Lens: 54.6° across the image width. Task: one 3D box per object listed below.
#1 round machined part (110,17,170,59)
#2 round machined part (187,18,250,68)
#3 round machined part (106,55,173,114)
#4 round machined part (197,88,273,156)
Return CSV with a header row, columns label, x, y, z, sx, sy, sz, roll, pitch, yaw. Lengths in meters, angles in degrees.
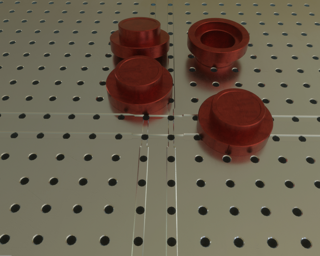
label,x,y,z,sx,sy,sz,roll,pitch,yaw
round machined part,-0.033,-0.152,0.511,0.099,0.042,0.098,0,37,0
round machined part,0.094,-0.137,0.513,0.099,0.042,0.098,0,50,0
round machined part,-0.030,-0.069,0.455,0.099,0.042,0.098,0,50,0
round machined part,0.100,-0.015,0.410,0.099,0.042,0.098,0,50,0
